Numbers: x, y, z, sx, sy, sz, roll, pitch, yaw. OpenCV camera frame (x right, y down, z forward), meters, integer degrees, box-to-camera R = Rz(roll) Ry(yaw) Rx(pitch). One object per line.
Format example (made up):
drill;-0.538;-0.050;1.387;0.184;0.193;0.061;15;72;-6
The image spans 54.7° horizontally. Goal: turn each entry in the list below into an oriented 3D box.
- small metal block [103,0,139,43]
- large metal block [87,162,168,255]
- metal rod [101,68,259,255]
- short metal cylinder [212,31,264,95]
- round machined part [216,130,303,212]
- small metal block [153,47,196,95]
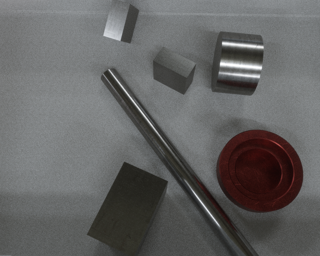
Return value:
small metal block;-0.054;-0.150;0.440;0.025;0.050;0.050;19;104;6
large metal block;-0.031;0.092;0.346;0.050;0.080;0.080;23;72;8
metal rod;0.015;0.039;0.395;0.025;0.025;0.300;-34;74;-12
short metal cylinder;0.100;-0.085;0.413;0.050;0.080;0.080;6;70;2
round machined part;0.119;0.054;0.382;0.099;0.042;0.098;0;70;-1
small metal block;0.019;-0.077;0.425;0.050;0.050;0.025;29;73;10
